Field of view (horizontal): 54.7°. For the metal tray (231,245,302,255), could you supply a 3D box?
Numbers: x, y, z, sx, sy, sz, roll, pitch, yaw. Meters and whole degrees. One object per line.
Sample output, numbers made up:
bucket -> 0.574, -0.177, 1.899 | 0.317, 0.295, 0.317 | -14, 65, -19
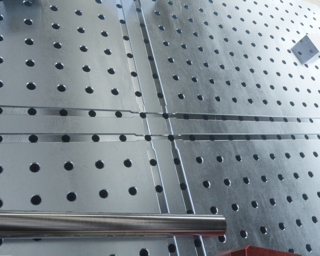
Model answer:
metal tray -> 0.129, 0.207, 0.348 | 0.091, 0.030, 0.130 | 17, 55, -19

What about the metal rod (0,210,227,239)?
metal rod -> -0.064, 0.098, 0.313 | 0.302, 0.025, 0.025 | 8, 58, -24

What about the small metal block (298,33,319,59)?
small metal block -> 0.356, -0.190, 0.715 | 0.050, 0.025, 0.050 | -16, 70, -34
